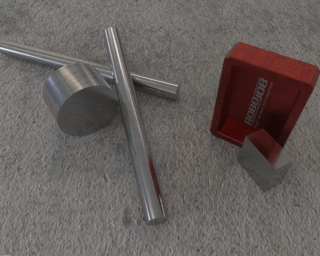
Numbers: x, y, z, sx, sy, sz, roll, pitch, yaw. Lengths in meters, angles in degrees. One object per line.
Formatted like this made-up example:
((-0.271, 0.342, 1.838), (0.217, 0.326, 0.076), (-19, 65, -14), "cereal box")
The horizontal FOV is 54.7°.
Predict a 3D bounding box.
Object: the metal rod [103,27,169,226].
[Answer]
((-0.039, -0.025, 0.401), (0.025, 0.025, 0.299), (-11, 57, -9), "metal rod")

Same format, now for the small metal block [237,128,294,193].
((0.119, 0.037, 0.356), (0.025, 0.050, 0.050), (-22, 54, -18), "small metal block")

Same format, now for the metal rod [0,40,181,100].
((-0.115, -0.092, 0.479), (0.301, 0.025, 0.025), (16, 52, 13), "metal rod")

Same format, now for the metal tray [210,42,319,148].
((0.112, -0.026, 0.357), (0.090, 0.129, 0.030), (24, 54, 19), "metal tray")

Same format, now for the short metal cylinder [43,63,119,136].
((-0.101, -0.036, 0.397), (0.081, 0.080, 0.050), (-26, 55, -20), "short metal cylinder")
